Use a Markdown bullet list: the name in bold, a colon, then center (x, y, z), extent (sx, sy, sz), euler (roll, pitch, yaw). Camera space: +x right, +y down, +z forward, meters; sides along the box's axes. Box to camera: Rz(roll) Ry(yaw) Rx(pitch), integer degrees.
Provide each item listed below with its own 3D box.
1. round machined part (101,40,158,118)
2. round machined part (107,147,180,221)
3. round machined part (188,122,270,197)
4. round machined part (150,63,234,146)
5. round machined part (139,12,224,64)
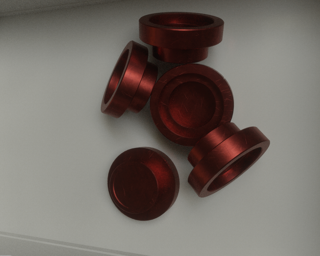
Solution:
- **round machined part**: center (-0.036, -0.057, 0.395), extent (0.042, 0.098, 0.097), euler (22, 99, -19)
- **round machined part**: center (-0.027, 0.075, 0.411), extent (0.098, 0.042, 0.097), euler (0, 90, 20)
- **round machined part**: center (0.071, 0.031, 0.348), extent (0.098, 0.098, 0.042), euler (-44, 64, 15)
- **round machined part**: center (0.041, -0.030, 0.380), extent (0.098, 0.042, 0.097), euler (3, 102, 13)
- **round machined part**: center (0.025, -0.108, 0.370), extent (0.098, 0.098, 0.042), euler (13, 123, 19)
